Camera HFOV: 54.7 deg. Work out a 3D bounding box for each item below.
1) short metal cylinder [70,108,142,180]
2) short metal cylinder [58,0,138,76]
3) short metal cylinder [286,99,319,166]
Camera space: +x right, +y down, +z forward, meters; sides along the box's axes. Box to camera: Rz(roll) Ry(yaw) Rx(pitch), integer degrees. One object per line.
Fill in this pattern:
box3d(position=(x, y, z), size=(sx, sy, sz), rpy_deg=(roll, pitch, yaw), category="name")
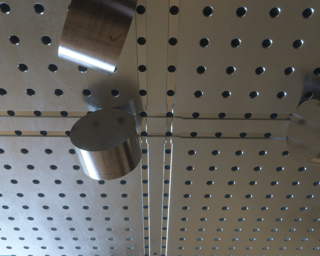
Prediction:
box3d(position=(-0.066, 0.019, 0.391), size=(0.080, 0.080, 0.050), rpy_deg=(-5, 130, 4), category="short metal cylinder")
box3d(position=(-0.058, -0.096, 0.293), size=(0.050, 0.080, 0.079), rpy_deg=(18, 128, -15), category="short metal cylinder")
box3d(position=(0.203, 0.008, 0.384), size=(0.050, 0.080, 0.079), rpy_deg=(11, 129, -9), category="short metal cylinder")
